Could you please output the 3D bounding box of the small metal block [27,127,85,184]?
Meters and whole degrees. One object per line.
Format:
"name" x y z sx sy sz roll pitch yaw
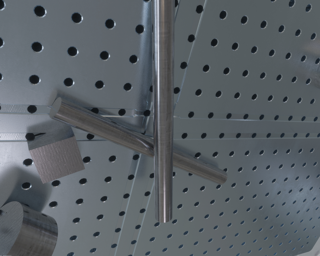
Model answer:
"small metal block" -0.121 0.031 0.364 0.050 0.025 0.050 -19 126 -18

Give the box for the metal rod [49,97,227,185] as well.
"metal rod" -0.006 0.030 0.427 0.301 0.025 0.025 26 104 -37

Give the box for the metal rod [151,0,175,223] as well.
"metal rod" 0.004 -0.010 0.383 0.025 0.025 0.298 -11 116 -23

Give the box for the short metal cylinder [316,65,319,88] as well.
"short metal cylinder" 0.307 -0.089 0.508 0.081 0.050 0.079 -14 124 -21

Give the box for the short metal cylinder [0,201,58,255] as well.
"short metal cylinder" -0.169 0.134 0.367 0.080 0.080 0.050 -44 130 2
